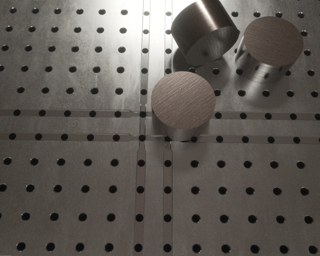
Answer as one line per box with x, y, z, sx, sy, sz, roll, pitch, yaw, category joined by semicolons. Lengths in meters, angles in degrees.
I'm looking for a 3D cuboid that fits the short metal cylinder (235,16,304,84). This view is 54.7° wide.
0.153;-0.110;0.441;0.081;0.050;0.080;0;70;0;short metal cylinder

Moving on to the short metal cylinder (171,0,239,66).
0.062;-0.132;0.431;0.080;0.080;0.050;-22;72;-8;short metal cylinder

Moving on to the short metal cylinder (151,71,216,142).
0.029;-0.027;0.409;0.081;0.050;0.080;0;70;0;short metal cylinder
